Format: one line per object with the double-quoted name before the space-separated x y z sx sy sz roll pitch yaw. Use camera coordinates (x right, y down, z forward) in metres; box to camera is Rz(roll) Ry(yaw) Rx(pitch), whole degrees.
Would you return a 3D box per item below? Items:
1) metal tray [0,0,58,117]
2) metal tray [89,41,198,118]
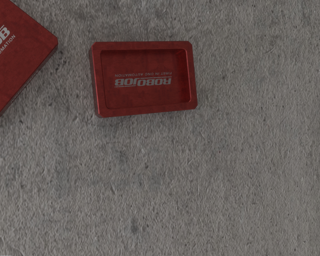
"metal tray" -0.187 -0.073 0.337 0.090 0.030 0.130 38 78 -16
"metal tray" -0.020 -0.063 0.398 0.131 0.030 0.089 -6 92 -20
